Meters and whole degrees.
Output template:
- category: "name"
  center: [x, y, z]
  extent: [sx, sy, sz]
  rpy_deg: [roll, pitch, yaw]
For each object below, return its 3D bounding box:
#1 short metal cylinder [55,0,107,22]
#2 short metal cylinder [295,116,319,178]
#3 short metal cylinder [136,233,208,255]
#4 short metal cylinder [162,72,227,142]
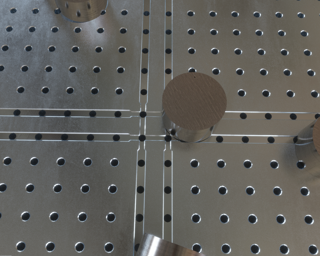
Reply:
- category: "short metal cylinder"
  center: [-0.122, -0.210, 0.467]
  extent: [0.081, 0.050, 0.080]
  rpy_deg: [1, 77, -6]
- category: "short metal cylinder"
  center: [0.223, 0.023, 0.393]
  extent: [0.081, 0.050, 0.080]
  rpy_deg: [0, 70, -1]
- category: "short metal cylinder"
  center: [0.012, 0.149, 0.328]
  extent: [0.080, 0.080, 0.050]
  rpy_deg: [18, 71, 6]
- category: "short metal cylinder"
  center: [0.043, -0.026, 0.409]
  extent: [0.081, 0.050, 0.080]
  rpy_deg: [0, 70, -1]
